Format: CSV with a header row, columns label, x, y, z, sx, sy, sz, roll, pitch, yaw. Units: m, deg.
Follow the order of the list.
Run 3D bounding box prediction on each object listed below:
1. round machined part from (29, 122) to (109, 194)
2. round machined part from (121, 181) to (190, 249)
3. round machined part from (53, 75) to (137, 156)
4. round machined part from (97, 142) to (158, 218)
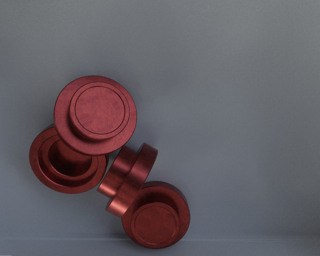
label,x,y,z,sx,sy,sz,roll,pitch,yaw
round machined part,-0.117,0.035,0.414,0.099,0.042,0.097,0,110,0
round machined part,-0.006,0.129,0.441,0.099,0.042,0.097,0,100,0
round machined part,-0.074,-0.017,0.369,0.099,0.042,0.098,4,77,-21
round machined part,-0.045,0.060,0.394,0.042,0.098,0.097,31,107,-4
